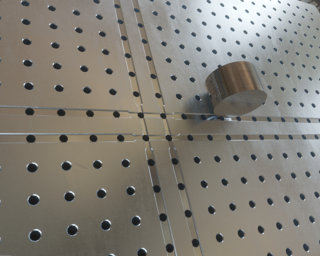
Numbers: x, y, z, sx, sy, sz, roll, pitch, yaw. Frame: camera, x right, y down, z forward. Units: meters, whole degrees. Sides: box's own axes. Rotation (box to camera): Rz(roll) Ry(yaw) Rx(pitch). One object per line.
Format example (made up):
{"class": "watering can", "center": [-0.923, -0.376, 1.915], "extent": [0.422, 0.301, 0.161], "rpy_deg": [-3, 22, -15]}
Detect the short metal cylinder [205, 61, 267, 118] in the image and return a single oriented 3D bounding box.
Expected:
{"class": "short metal cylinder", "center": [0.114, -0.056, 0.471], "extent": [0.081, 0.080, 0.050], "rpy_deg": [2, 61, -28]}
